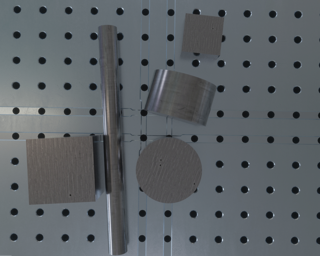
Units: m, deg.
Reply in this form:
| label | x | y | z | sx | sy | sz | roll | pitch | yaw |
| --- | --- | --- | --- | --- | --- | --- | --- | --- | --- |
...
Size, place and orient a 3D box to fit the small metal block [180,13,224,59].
| label | x | y | z | sx | sy | sz | roll | pitch | yaw |
| --- | --- | --- | --- | --- | --- | --- | --- | --- | --- |
| small metal block | 0.056 | -0.122 | 0.414 | 0.050 | 0.025 | 0.050 | 6 | 90 | 0 |

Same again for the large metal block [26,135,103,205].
| label | x | y | z | sx | sy | sz | roll | pitch | yaw |
| --- | --- | --- | --- | --- | --- | --- | --- | --- | --- |
| large metal block | -0.120 | 0.051 | 0.400 | 0.081 | 0.050 | 0.079 | -3 | 90 | 0 |

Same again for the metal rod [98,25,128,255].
| label | x | y | z | sx | sy | sz | roll | pitch | yaw |
| --- | --- | --- | --- | --- | --- | --- | --- | --- | --- |
| metal rod | -0.063 | 0.016 | 0.412 | 0.025 | 0.025 | 0.298 | -3 | 90 | 0 |

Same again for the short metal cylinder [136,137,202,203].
| label | x | y | z | sx | sy | sz | roll | pitch | yaw |
| --- | --- | --- | --- | --- | --- | --- | --- | --- | --- |
| short metal cylinder | 0.011 | 0.052 | 0.401 | 0.081 | 0.050 | 0.079 | 0 | 90 | 0 |

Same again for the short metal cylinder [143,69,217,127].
| label | x | y | z | sx | sy | sz | roll | pitch | yaw |
| --- | --- | --- | --- | --- | --- | --- | --- | --- | --- |
| short metal cylinder | 0.025 | -0.036 | 0.386 | 0.080 | 0.080 | 0.050 | 16 | 90 | 0 |
